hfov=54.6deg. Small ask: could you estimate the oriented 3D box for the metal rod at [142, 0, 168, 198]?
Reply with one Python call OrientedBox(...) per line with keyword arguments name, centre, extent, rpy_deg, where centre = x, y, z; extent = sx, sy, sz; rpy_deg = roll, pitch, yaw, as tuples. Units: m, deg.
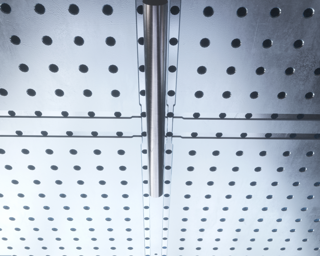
OrientedBox(name="metal rod", centre=(-0.006, -0.011, 0.402), extent=(0.025, 0.025, 0.298), rpy_deg=(0, 130, 0))
